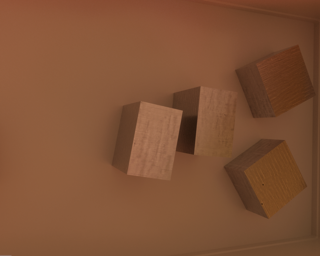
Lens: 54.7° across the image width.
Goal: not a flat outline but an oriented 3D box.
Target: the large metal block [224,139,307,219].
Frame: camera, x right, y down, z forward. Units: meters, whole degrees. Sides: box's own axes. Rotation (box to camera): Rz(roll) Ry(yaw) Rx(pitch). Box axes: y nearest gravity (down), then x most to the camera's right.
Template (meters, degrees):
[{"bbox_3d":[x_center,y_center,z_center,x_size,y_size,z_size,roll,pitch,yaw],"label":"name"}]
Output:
[{"bbox_3d":[0.155,0.071,0.457,0.080,0.050,0.080,-32,101,-17],"label":"large metal block"}]

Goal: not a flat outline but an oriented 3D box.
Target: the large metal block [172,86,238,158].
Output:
[{"bbox_3d":[0.053,-0.007,0.402,0.050,0.080,0.080,7,88,-20],"label":"large metal block"}]

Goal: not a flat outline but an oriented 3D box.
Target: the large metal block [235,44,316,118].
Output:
[{"bbox_3d":[0.172,-0.068,0.463,0.081,0.050,0.080,-26,99,-18],"label":"large metal block"}]

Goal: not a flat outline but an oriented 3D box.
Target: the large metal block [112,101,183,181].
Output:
[{"bbox_3d":[-0.018,0.015,0.375,0.050,0.080,0.080,12,86,-20],"label":"large metal block"}]
